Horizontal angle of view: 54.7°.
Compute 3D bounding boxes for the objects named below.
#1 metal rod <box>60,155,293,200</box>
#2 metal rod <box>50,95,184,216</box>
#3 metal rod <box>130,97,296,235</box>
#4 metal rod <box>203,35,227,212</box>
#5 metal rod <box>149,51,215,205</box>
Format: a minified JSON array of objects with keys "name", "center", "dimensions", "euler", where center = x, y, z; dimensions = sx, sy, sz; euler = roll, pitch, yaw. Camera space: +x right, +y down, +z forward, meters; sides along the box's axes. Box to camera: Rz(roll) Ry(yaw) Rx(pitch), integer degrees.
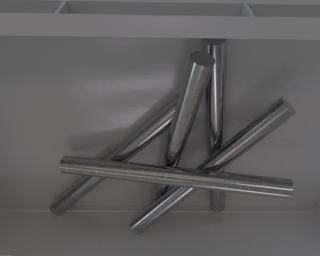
[{"name":"metal rod","center":[0.013,0.063,0.407],"dimensions":[0.301,0.025,0.025],"euler":[5,131,11]},{"name":"metal rod","center":[-0.072,0.052,0.452],"dimensions":[0.025,0.025,0.299],"euler":[35,122,-26]},{"name":"metal rod","center":[0.055,0.067,0.429],"dimensions":[0.025,0.025,0.299],"euler":[32,121,-24]},{"name":"metal rod","center":[0.077,0.019,0.425],"dimensions":[0.025,0.025,0.298],"euler":[-6,130,5]},{"name":"metal rod","center":[0.018,0.031,0.411],"dimensions":[0.025,0.025,0.298],"euler":[7,137,-6]}]
